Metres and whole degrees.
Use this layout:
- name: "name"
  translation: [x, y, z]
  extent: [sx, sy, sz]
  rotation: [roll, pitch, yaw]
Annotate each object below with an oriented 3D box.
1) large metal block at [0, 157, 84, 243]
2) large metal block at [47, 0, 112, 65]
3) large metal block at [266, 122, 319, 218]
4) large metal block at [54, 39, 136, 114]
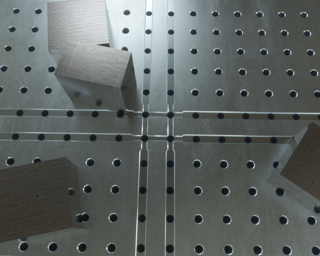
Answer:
- name: "large metal block"
  translation: [-0.141, 0.086, 0.366]
  extent: [0.080, 0.050, 0.080]
  rotation: [-11, 70, -4]
- name: "large metal block"
  translation: [-0.113, -0.137, 0.448]
  extent: [0.080, 0.050, 0.080]
  rotation: [-8, 70, -3]
- name: "large metal block"
  translation: [0.193, 0.053, 0.380]
  extent: [0.080, 0.050, 0.080]
  rotation: [35, 74, 12]
- name: "large metal block"
  translation: [-0.079, -0.064, 0.406]
  extent: [0.080, 0.080, 0.050]
  rotation: [12, 71, 4]
